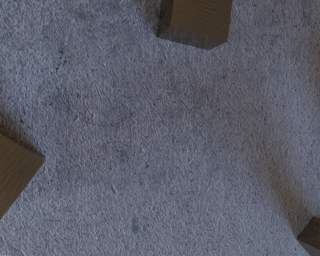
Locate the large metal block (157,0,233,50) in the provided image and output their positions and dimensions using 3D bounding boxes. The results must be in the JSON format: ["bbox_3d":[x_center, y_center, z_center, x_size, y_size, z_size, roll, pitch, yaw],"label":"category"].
[{"bbox_3d":[0.047,-0.157,0.412,0.081,0.050,0.080,9,87,-20],"label":"large metal block"}]

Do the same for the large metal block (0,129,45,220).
[{"bbox_3d":[-0.182,0.044,0.329,0.080,0.050,0.080,38,78,-16],"label":"large metal block"}]

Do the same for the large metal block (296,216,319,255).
[{"bbox_3d":[0.279,0.193,0.483,0.050,0.080,0.080,-46,104,-14],"label":"large metal block"}]
